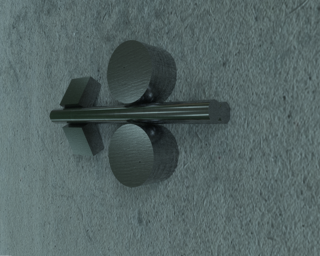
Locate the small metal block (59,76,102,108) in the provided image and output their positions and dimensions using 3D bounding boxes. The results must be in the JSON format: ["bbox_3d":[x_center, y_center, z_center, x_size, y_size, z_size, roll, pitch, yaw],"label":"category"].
[{"bbox_3d":[-0.128,-0.054,0.500,0.050,0.025,0.050,0,63,40],"label":"small metal block"}]

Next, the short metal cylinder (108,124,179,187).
[{"bbox_3d":[-0.022,0.034,0.408,0.080,0.050,0.079,0,90,40],"label":"short metal cylinder"}]

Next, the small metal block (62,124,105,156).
[{"bbox_3d":[-0.122,0.016,0.494,0.050,0.025,0.050,1,117,39],"label":"small metal block"}]

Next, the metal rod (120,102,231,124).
[{"bbox_3d":[-0.042,-0.018,0.441,0.300,0.025,0.025,1,91,40],"label":"metal rod"}]

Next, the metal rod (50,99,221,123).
[{"bbox_3d":[-0.058,-0.019,0.422,0.300,0.025,0.025,1,90,40],"label":"metal rod"}]

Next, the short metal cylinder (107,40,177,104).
[{"bbox_3d":[-0.024,-0.071,0.410,0.080,0.050,0.079,0,90,40],"label":"short metal cylinder"}]
